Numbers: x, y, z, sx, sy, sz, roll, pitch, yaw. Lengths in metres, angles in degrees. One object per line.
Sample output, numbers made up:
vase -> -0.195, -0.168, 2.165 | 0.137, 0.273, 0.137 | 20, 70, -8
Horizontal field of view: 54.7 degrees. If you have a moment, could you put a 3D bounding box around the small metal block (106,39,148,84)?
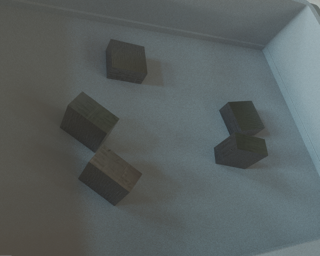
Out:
small metal block -> -0.048, -0.093, 0.436 | 0.050, 0.025, 0.050 | 7, 59, -25

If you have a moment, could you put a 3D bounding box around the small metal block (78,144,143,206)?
small metal block -> -0.054, 0.052, 0.329 | 0.050, 0.050, 0.025 | 38, 51, -3

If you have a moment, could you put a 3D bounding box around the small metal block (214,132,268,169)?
small metal block -> 0.111, 0.033, 0.429 | 0.050, 0.050, 0.025 | 13, 57, -21

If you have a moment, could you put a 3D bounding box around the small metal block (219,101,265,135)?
small metal block -> 0.127, -0.014, 0.482 | 0.050, 0.025, 0.050 | -6, 65, -31

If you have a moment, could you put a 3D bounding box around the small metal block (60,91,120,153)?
small metal block -> -0.080, -0.005, 0.349 | 0.050, 0.050, 0.025 | 37, 51, -4
